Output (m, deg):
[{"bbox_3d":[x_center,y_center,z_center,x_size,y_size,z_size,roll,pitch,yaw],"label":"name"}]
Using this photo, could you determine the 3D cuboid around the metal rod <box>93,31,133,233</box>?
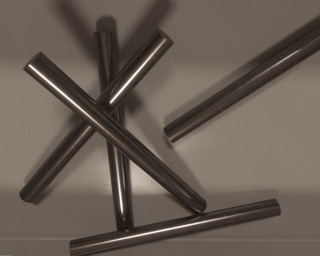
[{"bbox_3d":[-0.059,0.025,0.419,0.025,0.025,0.298,-3,110,0],"label":"metal rod"}]

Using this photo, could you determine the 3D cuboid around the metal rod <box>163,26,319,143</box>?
[{"bbox_3d":[0.135,-0.071,0.387,0.300,0.025,0.025,-33,107,11],"label":"metal rod"}]

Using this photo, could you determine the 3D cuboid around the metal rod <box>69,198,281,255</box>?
[{"bbox_3d":[0.024,0.144,0.446,0.302,0.025,0.025,-10,110,-4],"label":"metal rod"}]

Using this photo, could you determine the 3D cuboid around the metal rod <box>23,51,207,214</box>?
[{"bbox_3d":[-0.034,0.025,0.381,0.025,0.025,0.300,-38,121,12],"label":"metal rod"}]

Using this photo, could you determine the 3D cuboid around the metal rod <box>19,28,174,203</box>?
[{"bbox_3d":[-0.092,-0.001,0.388,0.025,0.025,0.299,39,113,-14],"label":"metal rod"}]
